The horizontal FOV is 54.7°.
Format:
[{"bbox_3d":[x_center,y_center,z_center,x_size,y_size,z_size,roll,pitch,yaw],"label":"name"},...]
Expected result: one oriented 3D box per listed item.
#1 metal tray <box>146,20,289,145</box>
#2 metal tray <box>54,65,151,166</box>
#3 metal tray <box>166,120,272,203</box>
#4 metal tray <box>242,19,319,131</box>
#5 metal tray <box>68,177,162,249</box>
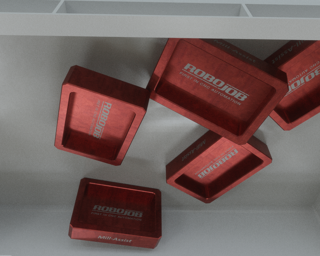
[{"bbox_3d":[0.059,-0.047,0.341,0.130,0.030,0.089,28,127,-1],"label":"metal tray"},{"bbox_3d":[-0.074,-0.008,0.375,0.091,0.030,0.129,18,140,-10],"label":"metal tray"},{"bbox_3d":[0.082,0.053,0.452,0.090,0.030,0.129,32,123,-25],"label":"metal tray"},{"bbox_3d":[0.174,-0.062,0.355,0.090,0.030,0.130,37,121,-28],"label":"metal tray"},{"bbox_3d":[-0.064,0.129,0.475,0.131,0.090,0.030,11,129,-10],"label":"metal tray"}]
